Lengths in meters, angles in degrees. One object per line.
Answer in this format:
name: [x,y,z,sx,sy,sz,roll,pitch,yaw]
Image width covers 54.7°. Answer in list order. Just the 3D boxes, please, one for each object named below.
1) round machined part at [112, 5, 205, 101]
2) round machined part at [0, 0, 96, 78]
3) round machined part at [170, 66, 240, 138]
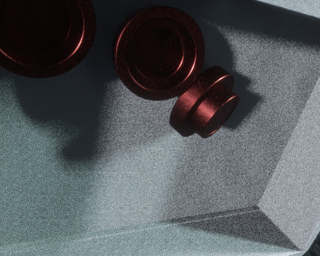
round machined part: [-0.004,-0.082,0.339,0.099,0.042,0.097,-9,116,-18]
round machined part: [-0.111,-0.098,0.277,0.099,0.042,0.097,-14,124,-21]
round machined part: [0.061,-0.025,0.388,0.098,0.042,0.098,-39,157,-20]
